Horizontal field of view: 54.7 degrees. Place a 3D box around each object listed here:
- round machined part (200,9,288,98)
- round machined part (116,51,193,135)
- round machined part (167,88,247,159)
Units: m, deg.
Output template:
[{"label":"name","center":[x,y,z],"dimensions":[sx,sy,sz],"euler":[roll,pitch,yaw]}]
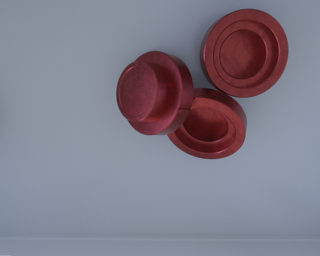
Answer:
[{"label":"round machined part","center":[0.095,-0.087,0.367],"dimensions":[0.099,0.042,0.097],"euler":[-2,104,-6]},{"label":"round machined part","center":[-0.013,-0.040,0.357],"dimensions":[0.042,0.098,0.097],"euler":[1,118,-47]},{"label":"round machined part","center":[0.058,-0.010,0.386],"dimensions":[0.098,0.042,0.097],"euler":[12,134,13]}]
